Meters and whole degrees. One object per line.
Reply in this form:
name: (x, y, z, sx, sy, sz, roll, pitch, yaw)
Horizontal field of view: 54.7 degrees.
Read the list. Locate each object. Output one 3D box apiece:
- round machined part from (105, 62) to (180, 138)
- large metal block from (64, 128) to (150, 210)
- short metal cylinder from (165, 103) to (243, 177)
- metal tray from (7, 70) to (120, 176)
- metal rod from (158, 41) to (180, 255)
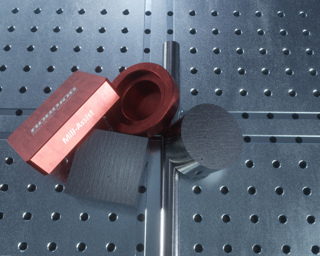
round machined part: (-0.020, -0.032, 0.400, 0.098, 0.042, 0.098, -9, 67, 23)
large metal block: (-0.060, 0.050, 0.379, 0.080, 0.050, 0.080, 10, 70, 3)
short metal cylinder: (0.053, 0.016, 0.379, 0.081, 0.050, 0.080, 7, 69, -19)
metal tray: (-0.121, -0.013, 0.387, 0.130, 0.030, 0.090, -50, 39, -16)
metal rod: (0.013, 0.019, 0.405, 0.025, 0.025, 0.299, 1, 70, 0)
